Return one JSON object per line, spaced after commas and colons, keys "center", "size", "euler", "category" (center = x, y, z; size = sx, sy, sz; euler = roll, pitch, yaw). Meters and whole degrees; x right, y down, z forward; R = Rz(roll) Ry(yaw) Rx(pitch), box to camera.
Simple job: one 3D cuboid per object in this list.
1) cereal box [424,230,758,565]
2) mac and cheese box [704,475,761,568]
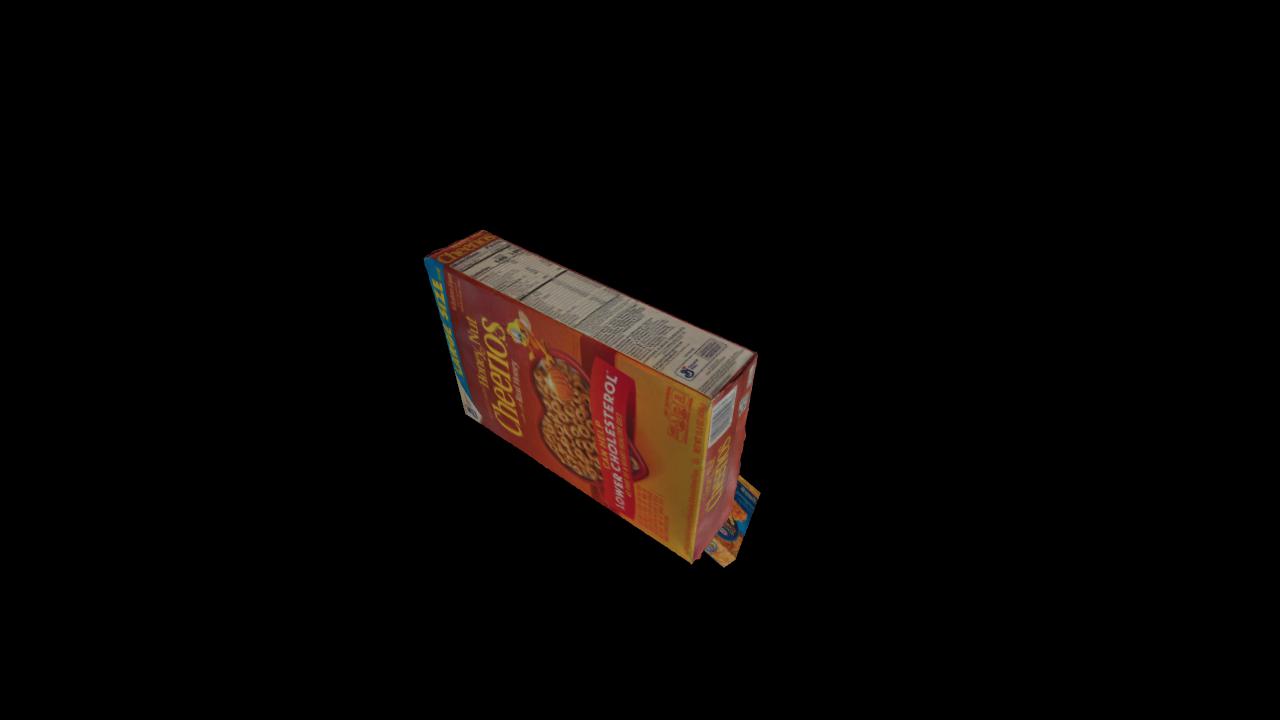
{"center": [-0.054, 0.027, 0.558], "size": [0.306, 0.203, 0.081], "euler": [27, 47, 26], "category": "cereal box"}
{"center": [0.151, 0.272, 1.101], "size": [0.041, 0.093, 0.184], "euler": [-48, 0, 35], "category": "mac and cheese box"}
